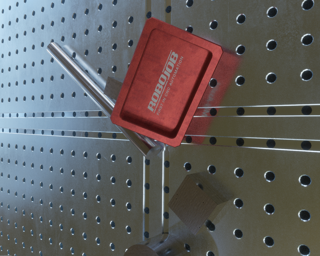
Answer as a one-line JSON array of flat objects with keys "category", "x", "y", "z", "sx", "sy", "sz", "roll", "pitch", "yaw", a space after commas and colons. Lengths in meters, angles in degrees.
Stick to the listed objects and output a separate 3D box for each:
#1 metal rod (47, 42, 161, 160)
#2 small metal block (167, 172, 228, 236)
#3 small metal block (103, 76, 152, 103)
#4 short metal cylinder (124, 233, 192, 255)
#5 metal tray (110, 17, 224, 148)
[{"category": "metal rod", "x": -0.102, "y": -0.056, "z": 0.490, "sx": 0.300, "sy": 0.025, "sz": 0.025, "roll": 44, "pitch": 116, "yaw": 31}, {"category": "small metal block", "x": 0.044, "y": 0.090, "z": 0.371, "sx": 0.050, "sy": 0.025, "sz": 0.050, "roll": 43, "pitch": 116, "yaw": 31}, {"category": "small metal block", "x": -0.040, "y": -0.049, "z": 0.424, "sx": 0.050, "sy": 0.050, "sz": 0.025, "roll": 28, "pitch": 108, "yaw": 36}, {"category": "short metal cylinder", "x": -0.003, "y": 0.181, "z": 0.394, "sx": 0.080, "sy": 0.050, "sz": 0.079, "roll": 0, "pitch": 90, "yaw": 39}, {"category": "metal tray", "x": 0.006, "y": -0.052, "z": 0.366, "sx": 0.090, "sy": 0.030, "sz": 0.129, "roll": 22, "pitch": 108, "yaw": -4}]
